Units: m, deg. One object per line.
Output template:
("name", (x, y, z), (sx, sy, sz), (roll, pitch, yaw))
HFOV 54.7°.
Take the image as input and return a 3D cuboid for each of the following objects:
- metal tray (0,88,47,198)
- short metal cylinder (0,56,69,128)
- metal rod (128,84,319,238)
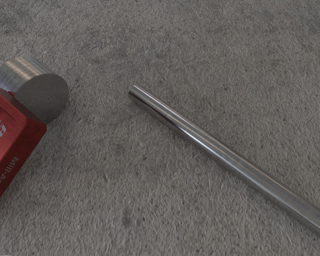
("metal tray", (-0.193, 0.026, 0.334), (0.090, 0.030, 0.130), (35, 90, 25))
("short metal cylinder", (-0.168, -0.046, 0.405), (0.050, 0.080, 0.080), (36, 59, 26))
("metal rod", (0.071, 0.028, 0.380), (0.300, 0.025, 0.025), (37, 59, 26))
